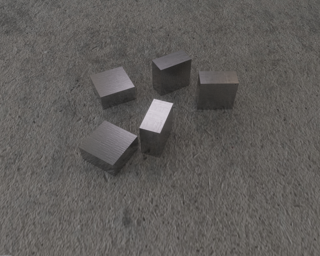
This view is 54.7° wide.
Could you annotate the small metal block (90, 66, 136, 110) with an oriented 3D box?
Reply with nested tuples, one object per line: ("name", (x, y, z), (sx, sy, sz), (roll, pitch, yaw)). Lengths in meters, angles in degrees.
("small metal block", (-0.069, -0.059, 0.452), (0.050, 0.025, 0.050), (-20, 53, -16))

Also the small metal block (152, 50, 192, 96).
("small metal block", (0.017, -0.080, 0.454), (0.050, 0.050, 0.025), (-24, 54, -19))

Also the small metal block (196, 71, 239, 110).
("small metal block", (0.078, -0.052, 0.431), (0.050, 0.050, 0.025), (-1, 50, -1))

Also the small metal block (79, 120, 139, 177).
("small metal block", (-0.062, 0.024, 0.382), (0.050, 0.025, 0.050), (25, 54, 19))

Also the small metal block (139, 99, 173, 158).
("small metal block", (-0.004, 0.001, 0.386), (0.025, 0.050, 0.050), (15, 52, 12))
